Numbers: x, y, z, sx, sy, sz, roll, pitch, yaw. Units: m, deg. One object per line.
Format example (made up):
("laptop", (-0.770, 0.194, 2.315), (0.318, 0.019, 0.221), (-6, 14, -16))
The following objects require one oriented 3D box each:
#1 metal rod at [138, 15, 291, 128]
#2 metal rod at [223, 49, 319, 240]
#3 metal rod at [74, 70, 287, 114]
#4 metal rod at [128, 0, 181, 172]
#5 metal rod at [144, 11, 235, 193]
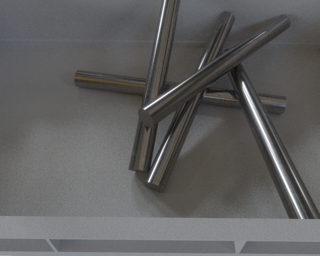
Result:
("metal rod", (0.090, -0.089, 0.420), (0.025, 0.025, 0.302), (37, 57, 27))
("metal rod", (0.117, -0.012, 0.370), (0.025, 0.025, 0.300), (-3, 42, -3))
("metal rod", (0.025, -0.053, 0.450), (0.302, 0.025, 0.025), (8, 51, 6))
("metal rod", (0.001, -0.091, 0.403), (0.025, 0.025, 0.299), (8, 75, 6))
("metal rod", (0.050, -0.053, 0.419), (0.025, 0.025, 0.300), (18, 61, 14))
